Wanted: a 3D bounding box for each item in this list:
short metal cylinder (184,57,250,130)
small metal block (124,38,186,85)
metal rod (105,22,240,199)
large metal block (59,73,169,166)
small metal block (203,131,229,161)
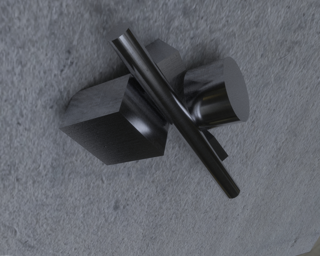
[{"bbox_3d":[0.071,-0.041,0.380,0.050,0.080,0.080,-14,139,32],"label":"short metal cylinder"},{"bbox_3d":[-0.008,-0.071,0.346,0.050,0.050,0.025,-34,129,-7],"label":"small metal block"},{"bbox_3d":[0.035,0.005,0.367,0.025,0.025,0.300,-40,130,-1],"label":"metal rod"},{"bbox_3d":[-0.047,-0.005,0.342,0.080,0.050,0.080,-13,138,30],"label":"large metal block"},{"bbox_3d":[0.064,0.021,0.438,0.025,0.050,0.050,-42,130,0],"label":"small metal block"}]
